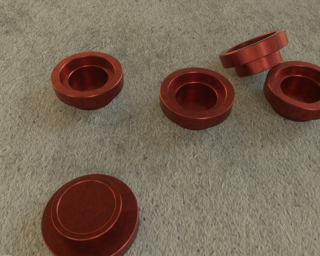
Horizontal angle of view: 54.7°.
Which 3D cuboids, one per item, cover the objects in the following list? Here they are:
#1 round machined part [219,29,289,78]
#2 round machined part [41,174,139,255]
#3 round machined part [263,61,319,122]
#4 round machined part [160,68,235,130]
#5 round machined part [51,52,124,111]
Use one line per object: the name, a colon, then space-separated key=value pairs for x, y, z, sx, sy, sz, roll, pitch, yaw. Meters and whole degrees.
round machined part: x=0.142 y=-0.108 z=0.462 sx=0.098 sy=0.042 sz=0.098 roll=-23 pitch=13 yaw=6
round machined part: x=-0.071 y=0.089 z=0.317 sx=0.099 sy=0.042 sz=0.098 roll=0 pitch=50 yaw=0
round machined part: x=0.194 y=-0.047 z=0.433 sx=0.099 sy=0.042 sz=0.098 roll=0 pitch=50 yaw=0
round machined part: x=0.049 y=-0.035 z=0.422 sx=0.099 sy=0.042 sz=0.098 roll=0 pitch=50 yaw=0
round machined part: x=-0.101 y=-0.063 z=0.445 sx=0.099 sy=0.042 sz=0.098 roll=0 pitch=50 yaw=0
